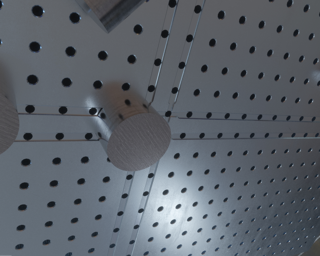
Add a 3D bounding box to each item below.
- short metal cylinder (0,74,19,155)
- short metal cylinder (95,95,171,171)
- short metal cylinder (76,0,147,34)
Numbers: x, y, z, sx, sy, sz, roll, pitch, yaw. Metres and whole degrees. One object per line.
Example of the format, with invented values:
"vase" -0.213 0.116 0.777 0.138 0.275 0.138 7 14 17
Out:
"short metal cylinder" -0.178 -0.014 0.290 0.081 0.050 0.079 -14 125 -21
"short metal cylinder" -0.033 0.006 0.382 0.081 0.050 0.079 -14 124 -21
"short metal cylinder" -0.053 -0.130 0.267 0.050 0.080 0.080 -42 130 0
